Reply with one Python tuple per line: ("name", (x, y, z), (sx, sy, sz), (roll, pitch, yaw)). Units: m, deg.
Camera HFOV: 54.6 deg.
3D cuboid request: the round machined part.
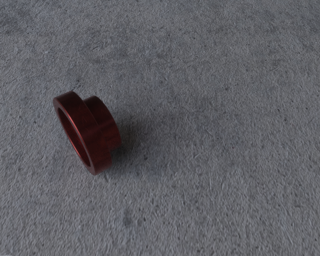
("round machined part", (-0.079, 0.002, 0.355), (0.042, 0.098, 0.098), (-29, 56, -22))
